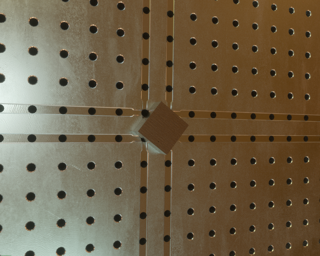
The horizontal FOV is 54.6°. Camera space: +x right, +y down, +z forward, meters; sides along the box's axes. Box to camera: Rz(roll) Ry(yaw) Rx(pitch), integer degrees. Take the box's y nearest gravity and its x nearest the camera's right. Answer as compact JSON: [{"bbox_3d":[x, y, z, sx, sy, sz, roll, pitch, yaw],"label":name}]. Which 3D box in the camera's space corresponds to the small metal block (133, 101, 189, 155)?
[{"bbox_3d":[0.001,0.000,0.413,0.050,0.025,0.050,40,77,-16],"label":"small metal block"}]
